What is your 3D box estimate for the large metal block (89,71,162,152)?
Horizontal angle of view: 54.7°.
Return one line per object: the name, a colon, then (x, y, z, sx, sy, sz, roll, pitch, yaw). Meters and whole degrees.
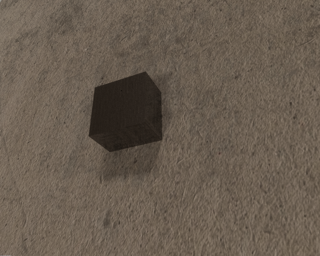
large metal block: (-0.045, -0.021, 0.422, 0.080, 0.050, 0.080, -14, 56, 20)
